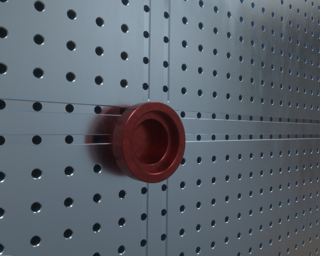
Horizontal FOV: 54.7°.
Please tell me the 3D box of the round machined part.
[{"bbox_3d":[-0.018,0.017,0.385,0.099,0.042,0.097,0,90,-40],"label":"round machined part"}]
